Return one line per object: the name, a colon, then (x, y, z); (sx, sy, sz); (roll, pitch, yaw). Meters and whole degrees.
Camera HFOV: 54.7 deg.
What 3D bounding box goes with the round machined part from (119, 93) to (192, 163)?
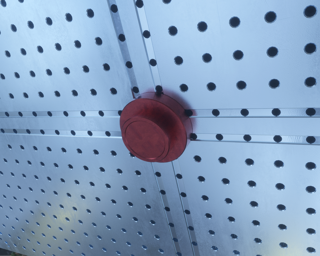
round machined part: (-0.011, 0.006, 0.408); (0.098, 0.042, 0.097); (13, 124, 20)
